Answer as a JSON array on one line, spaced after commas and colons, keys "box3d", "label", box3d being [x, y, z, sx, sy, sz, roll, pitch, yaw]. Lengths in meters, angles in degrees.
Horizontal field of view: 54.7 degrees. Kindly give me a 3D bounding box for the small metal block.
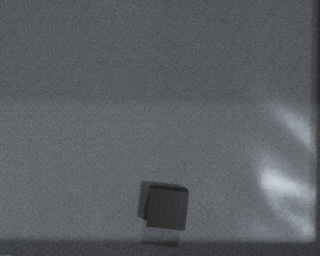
[{"box3d": [0.010, 0.105, 0.412, 0.050, 0.025, 0.050, 6, 90, -1], "label": "small metal block"}]
